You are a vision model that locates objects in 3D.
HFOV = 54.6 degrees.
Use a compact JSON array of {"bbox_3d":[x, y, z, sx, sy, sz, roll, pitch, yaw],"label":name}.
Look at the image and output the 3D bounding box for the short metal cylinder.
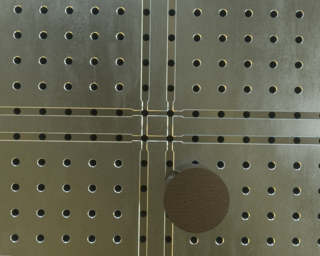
[{"bbox_3d":[0.045,0.088,0.401,0.080,0.050,0.080,0,90,0],"label":"short metal cylinder"}]
